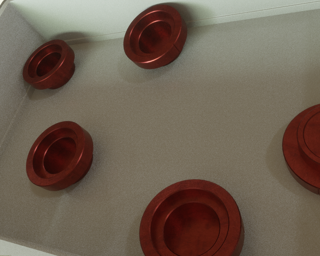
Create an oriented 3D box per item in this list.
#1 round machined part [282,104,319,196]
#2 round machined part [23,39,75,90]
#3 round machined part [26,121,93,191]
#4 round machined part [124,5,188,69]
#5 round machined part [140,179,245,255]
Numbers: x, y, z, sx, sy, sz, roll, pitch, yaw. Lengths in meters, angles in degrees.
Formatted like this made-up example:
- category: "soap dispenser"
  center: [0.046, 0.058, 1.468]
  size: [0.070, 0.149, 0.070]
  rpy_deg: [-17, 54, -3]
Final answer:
- category: "round machined part"
  center: [0.169, 0.015, 0.297]
  size: [0.098, 0.042, 0.098]
  rpy_deg: [-13, 56, 20]
- category: "round machined part"
  center: [-0.195, -0.109, 0.561]
  size: [0.098, 0.042, 0.098]
  rpy_deg: [-13, 56, 20]
- category: "round machined part"
  center: [-0.135, 0.042, 0.438]
  size: [0.098, 0.042, 0.098]
  rpy_deg: [-13, 56, 20]
- category: "round machined part"
  center: [-0.003, -0.132, 0.469]
  size: [0.098, 0.042, 0.098]
  rpy_deg: [-11, 66, 26]
- category: "round machined part"
  center: [0.033, 0.103, 0.305]
  size: [0.098, 0.042, 0.098]
  rpy_deg: [-13, 44, 13]
